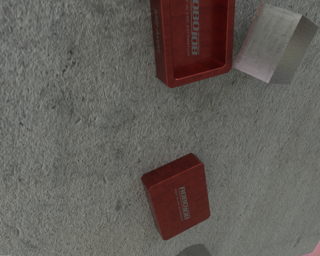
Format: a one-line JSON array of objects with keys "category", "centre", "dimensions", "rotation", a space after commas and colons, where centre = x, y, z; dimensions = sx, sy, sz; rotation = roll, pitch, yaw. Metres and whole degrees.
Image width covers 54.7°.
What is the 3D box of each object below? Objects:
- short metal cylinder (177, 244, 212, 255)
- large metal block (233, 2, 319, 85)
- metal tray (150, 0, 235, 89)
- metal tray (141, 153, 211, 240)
[{"category": "short metal cylinder", "centre": [0.069, 0.272, 0.597], "dimensions": [0.081, 0.050, 0.079], "rotation": [-14, 124, -21]}, {"category": "large metal block", "centre": [0.147, -0.102, 0.390], "dimensions": [0.081, 0.050, 0.079], "rotation": [-8, 125, -51]}, {"category": "metal tray", "centre": [0.038, -0.118, 0.351], "dimensions": [0.091, 0.030, 0.129], "rotation": [-18, 126, -18]}, {"category": "metal tray", "centre": [0.029, 0.111, 0.488], "dimensions": [0.091, 0.030, 0.129], "rotation": [-23, 127, -15]}]
